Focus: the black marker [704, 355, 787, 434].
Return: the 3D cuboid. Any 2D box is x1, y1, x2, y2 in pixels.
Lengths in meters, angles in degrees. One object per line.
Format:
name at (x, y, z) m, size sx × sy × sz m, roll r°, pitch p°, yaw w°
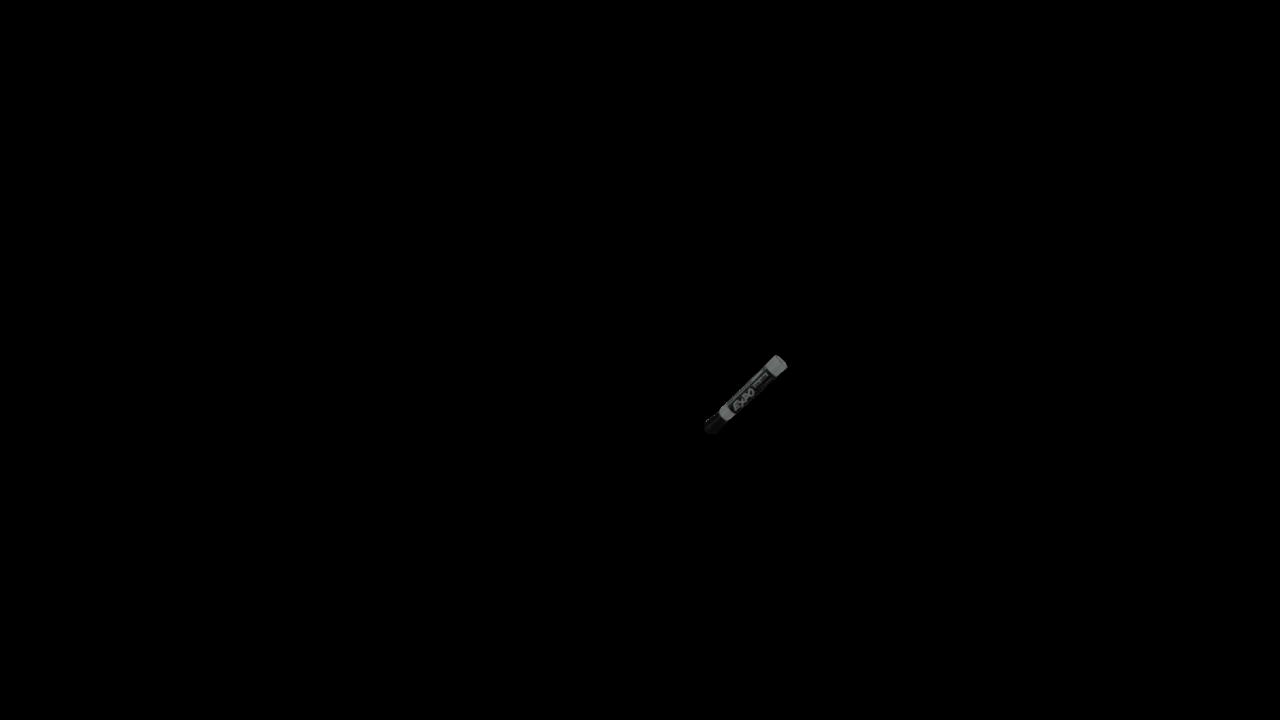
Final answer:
black marker at (0.115, 0.042, 0.688) m, size 0.121 × 0.020 × 0.020 m, roll -47°, pitch -23°, yaw 23°
